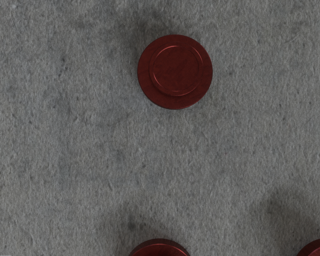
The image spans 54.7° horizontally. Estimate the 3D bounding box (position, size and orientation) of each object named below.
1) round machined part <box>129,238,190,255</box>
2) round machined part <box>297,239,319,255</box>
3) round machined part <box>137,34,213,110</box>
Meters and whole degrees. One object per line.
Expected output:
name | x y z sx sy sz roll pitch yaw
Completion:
round machined part | -0.001 0.199 0.402 0.099 0.042 0.097 0 90 -1
round machined part | 0.220 0.192 0.405 0.099 0.042 0.097 0 90 -1
round machined part | 0.020 -0.073 0.402 0.099 0.042 0.097 0 90 -1
